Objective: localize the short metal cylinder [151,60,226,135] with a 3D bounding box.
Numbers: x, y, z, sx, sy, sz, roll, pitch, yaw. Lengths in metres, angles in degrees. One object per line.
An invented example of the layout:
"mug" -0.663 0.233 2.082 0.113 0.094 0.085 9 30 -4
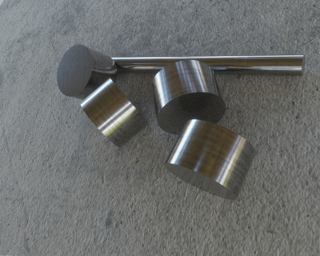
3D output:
"short metal cylinder" 0.033 -0.035 0.373 0.080 0.080 0.050 -22 54 15

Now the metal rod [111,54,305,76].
"metal rod" 0.039 -0.089 0.437 0.300 0.025 0.025 7 65 31

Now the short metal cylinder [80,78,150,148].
"short metal cylinder" -0.059 -0.020 0.412 0.050 0.080 0.080 -41 51 1

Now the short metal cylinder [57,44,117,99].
"short metal cylinder" -0.114 -0.083 0.482 0.080 0.050 0.080 -6 79 35

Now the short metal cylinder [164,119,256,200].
"short metal cylinder" 0.051 0.033 0.321 0.080 0.080 0.050 16 71 34
